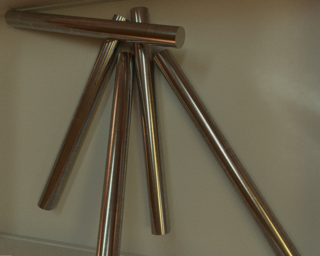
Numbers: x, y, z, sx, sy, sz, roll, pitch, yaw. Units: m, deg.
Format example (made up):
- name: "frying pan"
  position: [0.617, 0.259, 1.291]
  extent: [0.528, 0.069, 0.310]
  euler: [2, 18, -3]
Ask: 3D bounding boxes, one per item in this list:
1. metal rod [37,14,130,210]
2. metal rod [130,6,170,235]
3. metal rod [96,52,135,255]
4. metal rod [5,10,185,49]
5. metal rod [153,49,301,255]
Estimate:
- name: "metal rod"
  position: [-0.112, -0.017, 0.448]
  extent: [0.025, 0.025, 0.298]
  euler: [27, 98, 17]
- name: "metal rod"
  position: [-0.013, -0.011, 0.414]
  extent: [0.025, 0.025, 0.298]
  euler: [-6, 88, 19]
- name: "metal rod"
  position: [-0.051, 0.039, 0.366]
  extent: [0.025, 0.025, 0.299]
  euler: [-7, 64, 19]
- name: "metal rod"
  position: [-0.106, -0.139, 0.424]
  extent: [0.301, 0.025, 0.025]
  euler: [15, 95, 27]
- name: "metal rod"
  position: [0.078, 0.030, 0.382]
  extent: [0.025, 0.025, 0.299]
  euler: [-34, 79, 16]
